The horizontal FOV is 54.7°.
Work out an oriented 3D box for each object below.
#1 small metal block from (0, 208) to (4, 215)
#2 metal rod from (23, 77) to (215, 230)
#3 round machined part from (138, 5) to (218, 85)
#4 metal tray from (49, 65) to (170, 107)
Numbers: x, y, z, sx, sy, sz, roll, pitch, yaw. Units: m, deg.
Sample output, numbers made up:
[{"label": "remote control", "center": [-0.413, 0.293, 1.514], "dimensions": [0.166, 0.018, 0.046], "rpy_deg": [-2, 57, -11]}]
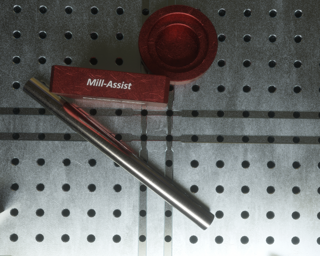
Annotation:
[{"label": "small metal block", "center": [-0.240, 0.123, 0.399], "dimensions": [0.050, 0.050, 0.025], "rpy_deg": [-45, 90, 0]}, {"label": "metal rod", "center": [-0.054, 0.034, 0.412], "dimensions": [0.300, 0.025, 0.025], "rpy_deg": [38, 90, 0]}, {"label": "round machined part", "center": [0.023, -0.104, 0.402], "dimensions": [0.099, 0.042, 0.097], "rpy_deg": [0, 86, 0]}, {"label": "metal tray", "center": [-0.055, -0.048, 0.380], "dimensions": [0.131, 0.090, 0.030], "rpy_deg": [6, 91, 0]}]
